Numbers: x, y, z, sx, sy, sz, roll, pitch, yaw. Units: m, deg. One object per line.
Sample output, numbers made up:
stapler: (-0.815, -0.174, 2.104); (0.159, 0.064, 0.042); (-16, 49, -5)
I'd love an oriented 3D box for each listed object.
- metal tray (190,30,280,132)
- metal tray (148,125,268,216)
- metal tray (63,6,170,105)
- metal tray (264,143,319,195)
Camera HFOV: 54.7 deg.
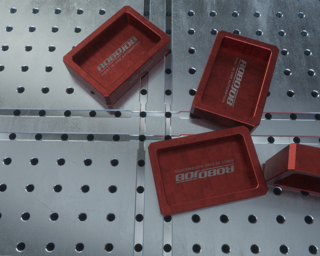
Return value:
metal tray: (0.106, -0.067, 0.434); (0.090, 0.030, 0.130); (19, 71, 6)
metal tray: (0.057, 0.053, 0.390); (0.131, 0.030, 0.090); (-11, 70, -5)
metal tray: (-0.060, -0.107, 0.447); (0.090, 0.030, 0.130); (41, 75, 13)
metal tray: (0.199, 0.056, 0.359); (0.131, 0.090, 0.030); (11, 71, 3)
